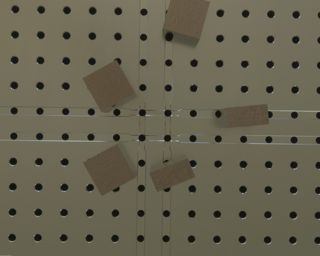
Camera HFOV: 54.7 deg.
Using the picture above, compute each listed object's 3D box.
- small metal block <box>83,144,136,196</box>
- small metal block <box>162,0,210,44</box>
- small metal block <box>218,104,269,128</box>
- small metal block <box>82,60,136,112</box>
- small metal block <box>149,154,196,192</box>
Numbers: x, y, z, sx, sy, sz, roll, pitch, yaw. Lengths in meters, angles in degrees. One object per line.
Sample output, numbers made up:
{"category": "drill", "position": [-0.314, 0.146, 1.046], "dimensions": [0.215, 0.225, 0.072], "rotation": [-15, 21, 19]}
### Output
{"category": "small metal block", "position": [-0.065, 0.054, 0.413], "dimensions": [0.050, 0.025, 0.050], "rotation": [-29, 90, -1]}
{"category": "small metal block", "position": [0.034, -0.147, 0.414], "dimensions": [0.050, 0.025, 0.050], "rotation": [15, 90, -1]}
{"category": "small metal block", "position": [0.107, -0.015, 0.402], "dimensions": [0.050, 0.050, 0.025], "rotation": [-6, 90, -1]}
{"category": "small metal block", "position": [-0.066, -0.055, 0.413], "dimensions": [0.050, 0.025, 0.050], "rotation": [-29, 90, -1]}
{"category": "small metal block", "position": [0.015, 0.057, 0.401], "dimensions": [0.050, 0.050, 0.025], "rotation": [-21, 90, 0]}
